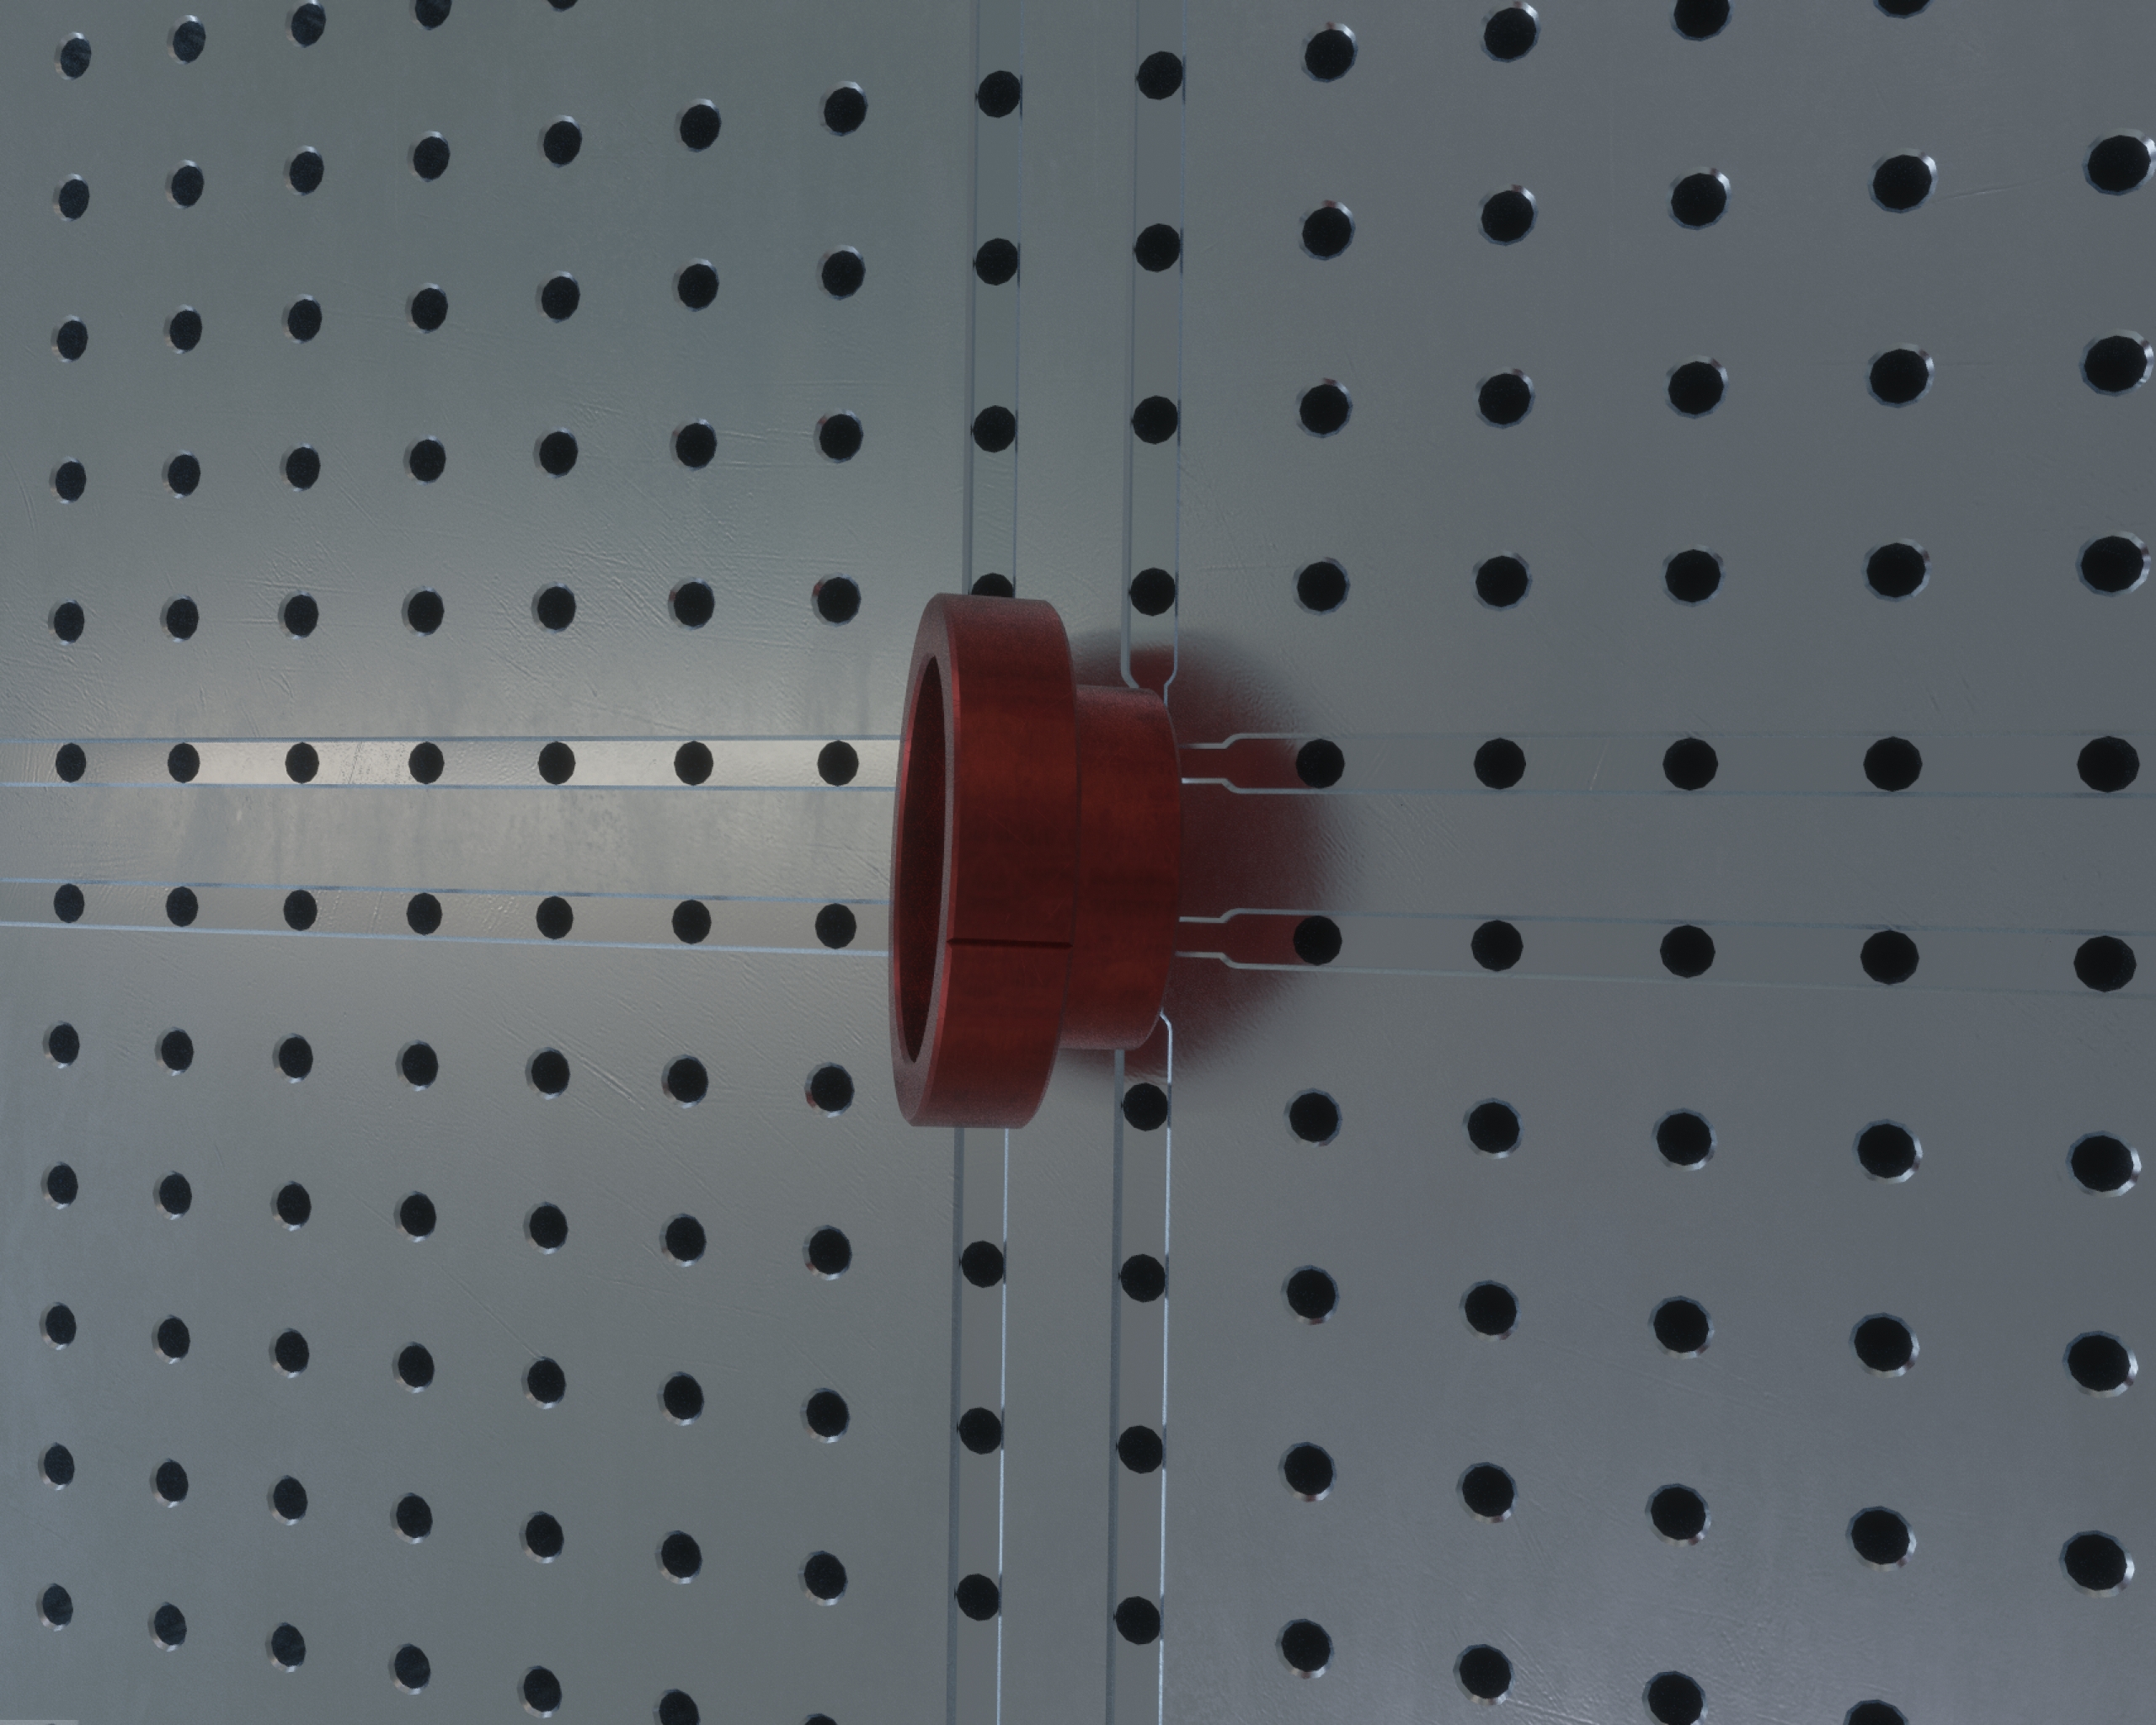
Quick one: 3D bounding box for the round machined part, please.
[{"bbox_3d":[-0.008,0.000,0.387,0.042,0.098,0.097,3,91,-11],"label":"round machined part"}]
